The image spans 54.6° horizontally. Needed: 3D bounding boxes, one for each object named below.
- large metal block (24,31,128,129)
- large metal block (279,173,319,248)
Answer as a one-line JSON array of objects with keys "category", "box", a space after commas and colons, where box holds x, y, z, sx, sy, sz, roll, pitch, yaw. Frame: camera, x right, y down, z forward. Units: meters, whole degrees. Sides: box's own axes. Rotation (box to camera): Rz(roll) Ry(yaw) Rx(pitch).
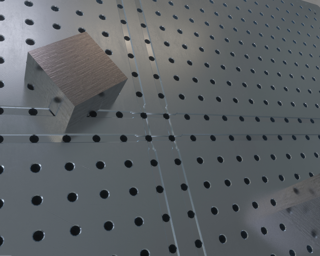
[{"category": "large metal block", "box": [-0.101, -0.060, 0.374, 0.080, 0.050, 0.080, 49, 51, 6]}, {"category": "large metal block", "box": [0.229, 0.113, 0.427, 0.080, 0.080, 0.050, 42, 51, 0]}]
